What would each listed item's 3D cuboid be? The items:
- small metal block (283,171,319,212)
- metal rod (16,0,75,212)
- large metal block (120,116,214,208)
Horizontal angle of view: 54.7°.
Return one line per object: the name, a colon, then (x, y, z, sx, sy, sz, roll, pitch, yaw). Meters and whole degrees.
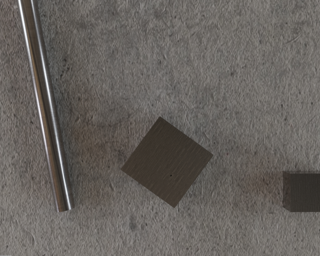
small metal block: (0.193, 0.084, 0.412, 0.050, 0.025, 0.050, 0, 90, 0)
metal rod: (-0.152, -0.040, 0.408, 0.025, 0.025, 0.298, -10, 90, 0)
large metal block: (0.009, 0.041, 0.398, 0.080, 0.050, 0.080, 36, 90, 0)
